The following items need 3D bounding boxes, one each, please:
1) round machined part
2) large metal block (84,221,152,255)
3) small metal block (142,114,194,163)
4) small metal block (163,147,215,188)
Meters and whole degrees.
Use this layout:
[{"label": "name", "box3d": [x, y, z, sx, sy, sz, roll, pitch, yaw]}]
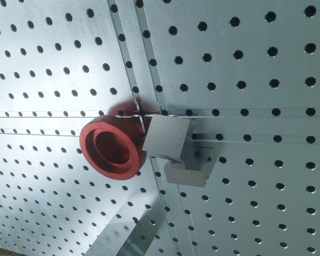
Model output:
[{"label": "round machined part", "box3d": [-0.063, 0.024, 0.447, 0.098, 0.042, 0.097, 13, 124, 20]}, {"label": "large metal block", "box3d": [-0.074, 0.214, 0.545, 0.080, 0.080, 0.050, -18, 109, 34]}, {"label": "small metal block", "box3d": [0.011, 0.013, 0.393, 0.050, 0.050, 0.025, 10, 163, 22]}, {"label": "small metal block", "box3d": [0.040, 0.049, 0.403, 0.050, 0.050, 0.025, 2, 121, 27]}]
